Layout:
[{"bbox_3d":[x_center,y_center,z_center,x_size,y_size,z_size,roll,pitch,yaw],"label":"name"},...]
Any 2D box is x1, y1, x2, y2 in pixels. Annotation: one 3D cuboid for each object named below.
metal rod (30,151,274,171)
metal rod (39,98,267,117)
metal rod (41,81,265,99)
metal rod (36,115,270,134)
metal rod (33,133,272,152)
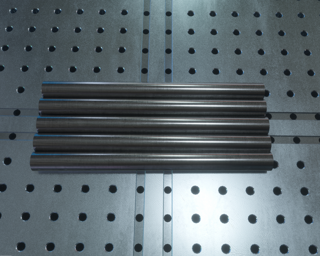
[{"bbox_3d":[-0.009,0.042,0.396,0.302,0.025,0.025,0,70,-1],"label":"metal rod"},{"bbox_3d":[-0.009,-0.028,0.422,0.302,0.025,0.025,0,70,-1],"label":"metal rod"},{"bbox_3d":[-0.009,-0.051,0.430,0.302,0.025,0.025,0,70,-1],"label":"metal rod"},{"bbox_3d":[-0.009,-0.004,0.413,0.302,0.025,0.025,0,70,-1],"label":"metal rod"},{"bbox_3d":[-0.009,0.020,0.404,0.302,0.025,0.025,0,70,-1],"label":"metal rod"}]
